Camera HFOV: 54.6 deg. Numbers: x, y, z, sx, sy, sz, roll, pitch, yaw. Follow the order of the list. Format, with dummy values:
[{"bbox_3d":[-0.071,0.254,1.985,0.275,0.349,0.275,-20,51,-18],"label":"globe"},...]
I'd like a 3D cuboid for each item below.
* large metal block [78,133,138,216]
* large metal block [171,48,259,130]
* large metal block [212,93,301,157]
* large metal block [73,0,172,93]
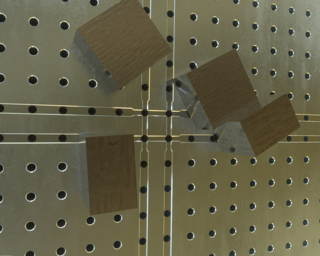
[{"bbox_3d":[-0.063,0.047,0.360,0.050,0.080,0.080,-4,92,-20],"label":"large metal block"},{"bbox_3d":[0.076,-0.052,0.427,0.080,0.050,0.080,-30,100,-17],"label":"large metal block"},{"bbox_3d":[0.128,-0.005,0.430,0.080,0.080,0.050,-30,100,-18],"label":"large metal block"},{"bbox_3d":[-0.047,-0.101,0.382,0.080,0.050,0.080,-40,103,-16],"label":"large metal block"}]
